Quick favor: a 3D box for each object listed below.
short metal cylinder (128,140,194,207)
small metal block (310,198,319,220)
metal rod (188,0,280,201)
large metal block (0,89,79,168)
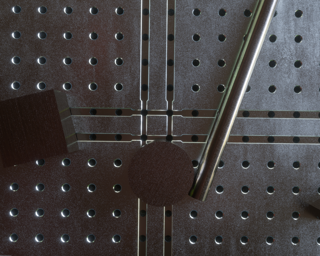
[{"bbox_3d":[0.001,0.056,0.401,0.081,0.050,0.079,0,90,0],"label":"short metal cylinder"},{"bbox_3d":[0.235,0.103,0.403,0.050,0.050,0.025,-32,90,0],"label":"small metal block"},{"bbox_3d":[0.101,-0.047,0.413,0.025,0.025,0.299,20,90,0],"label":"metal rod"},{"bbox_3d":[-0.159,0.000,0.399,0.080,0.050,0.080,-13,90,0],"label":"large metal block"}]
